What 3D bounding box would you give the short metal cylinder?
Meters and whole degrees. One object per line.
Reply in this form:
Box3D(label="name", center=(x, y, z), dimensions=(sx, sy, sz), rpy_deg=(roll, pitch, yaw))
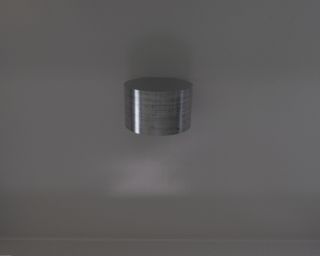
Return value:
Box3D(label="short metal cylinder", center=(-0.002, -0.028, 0.371), dimensions=(0.080, 0.080, 0.050), rpy_deg=(1, 110, 0))
